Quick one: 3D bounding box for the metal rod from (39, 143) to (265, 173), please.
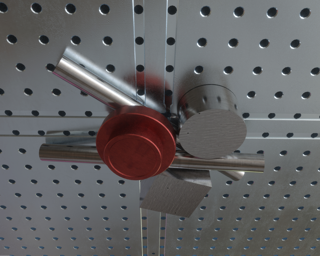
[{"bbox_3d":[-0.016,0.040,0.421,0.302,0.025,0.025,2,131,7],"label":"metal rod"}]

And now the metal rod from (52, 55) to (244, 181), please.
[{"bbox_3d":[0.002,-0.001,0.411,0.301,0.025,0.025,31,123,-24],"label":"metal rod"}]

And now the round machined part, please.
[{"bbox_3d":[-0.030,0.025,0.377,0.099,0.042,0.097,3,122,4],"label":"round machined part"}]

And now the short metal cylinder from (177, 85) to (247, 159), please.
[{"bbox_3d":[0.063,-0.007,0.389,0.081,0.050,0.079,0,130,0],"label":"short metal cylinder"}]

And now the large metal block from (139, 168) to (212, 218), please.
[{"bbox_3d":[0.021,0.084,0.465,0.081,0.050,0.079,16,128,-13],"label":"large metal block"}]
